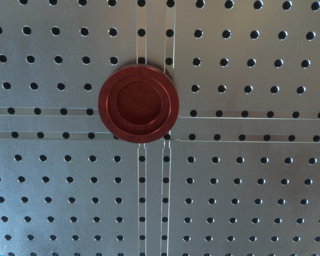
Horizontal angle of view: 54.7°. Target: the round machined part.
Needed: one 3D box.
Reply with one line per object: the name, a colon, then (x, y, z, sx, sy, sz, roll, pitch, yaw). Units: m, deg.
round machined part: (-0.026, -0.033, 0.392, 0.099, 0.042, 0.097, 0, 110, -1)
